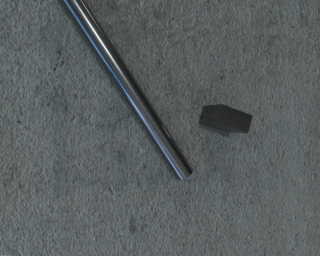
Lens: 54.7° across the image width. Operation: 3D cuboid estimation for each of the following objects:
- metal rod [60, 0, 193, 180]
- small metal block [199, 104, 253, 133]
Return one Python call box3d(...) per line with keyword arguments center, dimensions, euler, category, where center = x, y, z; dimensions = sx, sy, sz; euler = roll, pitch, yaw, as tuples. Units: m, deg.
box3d(center=(-0.045, -0.060, 0.392), dimensions=(0.025, 0.025, 0.299), euler=(-36, 102, -17), category="metal rod")
box3d(center=(0.090, -0.012, 0.431), dimensions=(0.050, 0.050, 0.025), euler=(18, 84, -20), category="small metal block")
